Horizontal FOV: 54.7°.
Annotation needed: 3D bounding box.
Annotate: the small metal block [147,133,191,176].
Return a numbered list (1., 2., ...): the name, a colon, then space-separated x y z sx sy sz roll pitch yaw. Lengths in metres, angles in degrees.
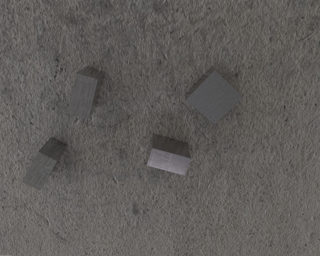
1. small metal block: 0.011 0.034 0.409 0.050 0.050 0.025 16 109 -6

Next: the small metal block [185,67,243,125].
1. small metal block: 0.068 -0.041 0.395 0.050 0.025 0.050 40 105 -14

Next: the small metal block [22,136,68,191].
1. small metal block: -0.152 0.046 0.412 0.025 0.050 0.050 30 107 -11

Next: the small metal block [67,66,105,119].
1. small metal block: -0.089 -0.044 0.379 0.025 0.050 0.050 16 109 -6
